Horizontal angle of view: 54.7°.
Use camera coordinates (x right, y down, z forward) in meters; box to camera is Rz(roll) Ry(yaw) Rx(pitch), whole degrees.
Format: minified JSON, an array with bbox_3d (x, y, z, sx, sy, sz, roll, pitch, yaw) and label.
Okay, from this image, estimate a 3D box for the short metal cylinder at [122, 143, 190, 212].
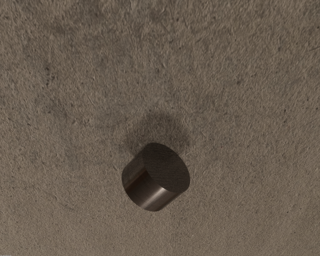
[{"bbox_3d":[-0.005,0.067,0.429,0.080,0.080,0.050,29,124,-23],"label":"short metal cylinder"}]
